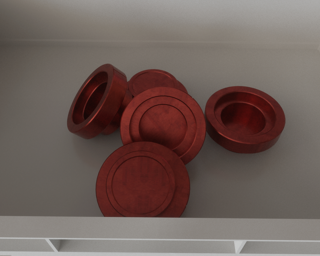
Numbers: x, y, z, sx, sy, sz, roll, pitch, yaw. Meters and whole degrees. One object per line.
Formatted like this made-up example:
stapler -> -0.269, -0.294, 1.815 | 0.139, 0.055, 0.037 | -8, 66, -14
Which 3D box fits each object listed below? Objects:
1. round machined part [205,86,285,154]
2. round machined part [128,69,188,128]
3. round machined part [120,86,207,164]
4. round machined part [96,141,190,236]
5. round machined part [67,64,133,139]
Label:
round machined part -> 0.105, -0.006, 0.401 | 0.099, 0.042, 0.098 | 0, 50, 0
round machined part -> -0.009, -0.045, 0.432 | 0.099, 0.042, 0.098 | 0, 50, 0
round machined part -> 0.004, -0.001, 0.372 | 0.099, 0.097, 0.042 | 1, 6, 0
round machined part -> -0.018, 0.060, 0.320 | 0.099, 0.042, 0.098 | 0, 74, 2
round machined part -> -0.073, -0.030, 0.395 | 0.042, 0.098, 0.098 | 31, 40, -34
